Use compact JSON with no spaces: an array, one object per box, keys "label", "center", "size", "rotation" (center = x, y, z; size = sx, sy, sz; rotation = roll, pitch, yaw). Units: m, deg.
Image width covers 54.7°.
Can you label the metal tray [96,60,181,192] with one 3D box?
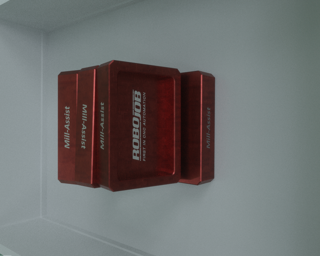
[{"label":"metal tray","center":[-0.021,-0.002,0.337],"size":[0.030,0.091,0.129],"rotation":[0,90,54]}]

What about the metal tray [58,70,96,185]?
[{"label":"metal tray","center":[-0.084,-0.001,0.389],"size":[0.030,0.090,0.129],"rotation":[0,90,27]}]

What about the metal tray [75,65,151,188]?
[{"label":"metal tray","center":[-0.052,0.000,0.364],"size":[0.030,0.091,0.129],"rotation":[0,88,40]}]

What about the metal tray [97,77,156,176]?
[{"label":"metal tray","center":[-0.049,-0.003,0.441],"size":[0.090,0.030,0.129],"rotation":[1,90,40]}]

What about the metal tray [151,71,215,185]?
[{"label":"metal tray","center":[0.021,-0.001,0.384],"size":[0.090,0.030,0.129],"rotation":[1,90,40]}]
